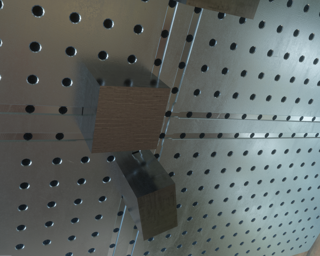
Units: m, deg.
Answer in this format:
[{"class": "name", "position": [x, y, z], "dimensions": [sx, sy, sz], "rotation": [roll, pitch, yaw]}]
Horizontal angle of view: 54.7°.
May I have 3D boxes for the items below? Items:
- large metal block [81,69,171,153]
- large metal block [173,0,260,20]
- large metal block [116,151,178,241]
[{"class": "large metal block", "position": [-0.042, -0.020, 0.361], "dimensions": [0.081, 0.050, 0.079], "rotation": [-2, 119, -28]}, {"class": "large metal block", "position": [0.047, -0.149, 0.310], "dimensions": [0.081, 0.080, 0.050], "rotation": [0, 119, -29]}, {"class": "large metal block", "position": [-0.018, 0.089, 0.422], "dimensions": [0.050, 0.080, 0.079], "rotation": [-18, 126, -19]}]
